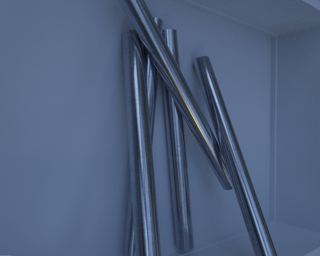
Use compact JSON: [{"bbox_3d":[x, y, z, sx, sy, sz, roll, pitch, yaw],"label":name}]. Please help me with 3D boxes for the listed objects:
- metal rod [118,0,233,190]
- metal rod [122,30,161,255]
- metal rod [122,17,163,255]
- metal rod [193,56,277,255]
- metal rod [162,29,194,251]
[{"bbox_3d":[0.033,-0.034,0.400,0.025,0.025,0.299,-46,118,-30],"label":"metal rod"},{"bbox_3d":[-0.020,0.029,0.334,0.025,0.025,0.299,10,67,-40],"label":"metal rod"},{"bbox_3d":[-0.021,0.011,0.388,0.025,0.025,0.298,8,85,-40],"label":"metal rod"},{"bbox_3d":[0.098,0.038,0.414,0.025,0.025,0.299,1,67,-40],"label":"metal rod"},{"bbox_3d":[0.023,0.019,0.425,0.025,0.025,0.298,-8,96,-40],"label":"metal rod"}]
